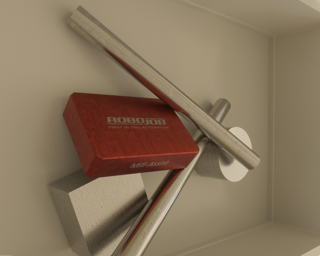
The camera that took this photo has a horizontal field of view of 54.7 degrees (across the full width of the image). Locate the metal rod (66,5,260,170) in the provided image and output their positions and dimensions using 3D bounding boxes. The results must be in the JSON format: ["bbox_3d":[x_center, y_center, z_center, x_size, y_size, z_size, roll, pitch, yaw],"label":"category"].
[{"bbox_3d":[0.019,-0.037,0.384,0.301,0.025,0.025,37,67,-21],"label":"metal rod"}]

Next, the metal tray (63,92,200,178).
[{"bbox_3d":[-0.029,0.005,0.342,0.131,0.030,0.090,0,46,-39],"label":"metal tray"}]

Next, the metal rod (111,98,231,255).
[{"bbox_3d":[0.030,0.047,0.384,0.301,0.025,0.025,-50,121,-44],"label":"metal rod"}]

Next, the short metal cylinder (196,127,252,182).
[{"bbox_3d":[0.095,0.038,0.469,0.081,0.050,0.079,0,90,-40],"label":"short metal cylinder"}]

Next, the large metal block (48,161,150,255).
[{"bbox_3d":[-0.061,0.084,0.335,0.081,0.050,0.080,-25,106,-38],"label":"large metal block"}]
